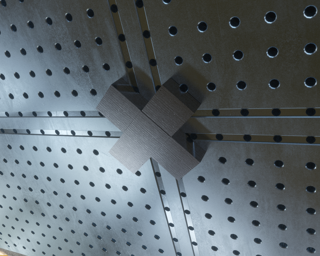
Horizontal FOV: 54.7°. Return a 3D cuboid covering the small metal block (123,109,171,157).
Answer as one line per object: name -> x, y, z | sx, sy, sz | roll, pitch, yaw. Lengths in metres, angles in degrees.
small metal block -> -0.013, 0.003, 0.417 | 0.050, 0.025, 0.050 | 41, 129, -1

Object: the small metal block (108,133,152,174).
small metal block -> -0.039, 0.032, 0.450 | 0.050, 0.025, 0.050 | 41, 129, -1

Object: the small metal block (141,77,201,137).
small metal block -> 0.014, -0.025, 0.387 | 0.050, 0.025, 0.050 | 41, 129, -1

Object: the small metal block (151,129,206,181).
small metal block -> 0.025, 0.036, 0.419 | 0.050, 0.025, 0.050 | 42, 129, -1

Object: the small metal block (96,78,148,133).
small metal block -> -0.051, -0.030, 0.418 | 0.050, 0.025, 0.050 | 42, 129, -1
